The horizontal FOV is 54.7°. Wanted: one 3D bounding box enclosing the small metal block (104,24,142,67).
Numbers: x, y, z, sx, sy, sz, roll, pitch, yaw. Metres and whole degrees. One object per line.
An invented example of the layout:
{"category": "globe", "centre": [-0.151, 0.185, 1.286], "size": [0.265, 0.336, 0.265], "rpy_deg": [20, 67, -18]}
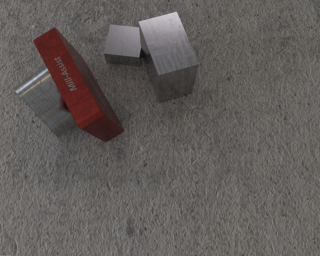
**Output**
{"category": "small metal block", "centre": [-0.050, -0.120, 0.452], "size": [0.050, 0.025, 0.050], "rpy_deg": [7, 70, 2]}

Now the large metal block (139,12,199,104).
{"category": "large metal block", "centre": [0.010, -0.090, 0.412], "size": [0.050, 0.080, 0.080], "rpy_deg": [-17, 71, -6]}

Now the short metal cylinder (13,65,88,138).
{"category": "short metal cylinder", "centre": [-0.135, -0.034, 0.390], "size": [0.050, 0.080, 0.080], "rpy_deg": [-42, 76, -14]}

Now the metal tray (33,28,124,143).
{"category": "metal tray", "centre": [-0.098, -0.050, 0.387], "size": [0.030, 0.090, 0.130], "rpy_deg": [-32, 74, 1]}
